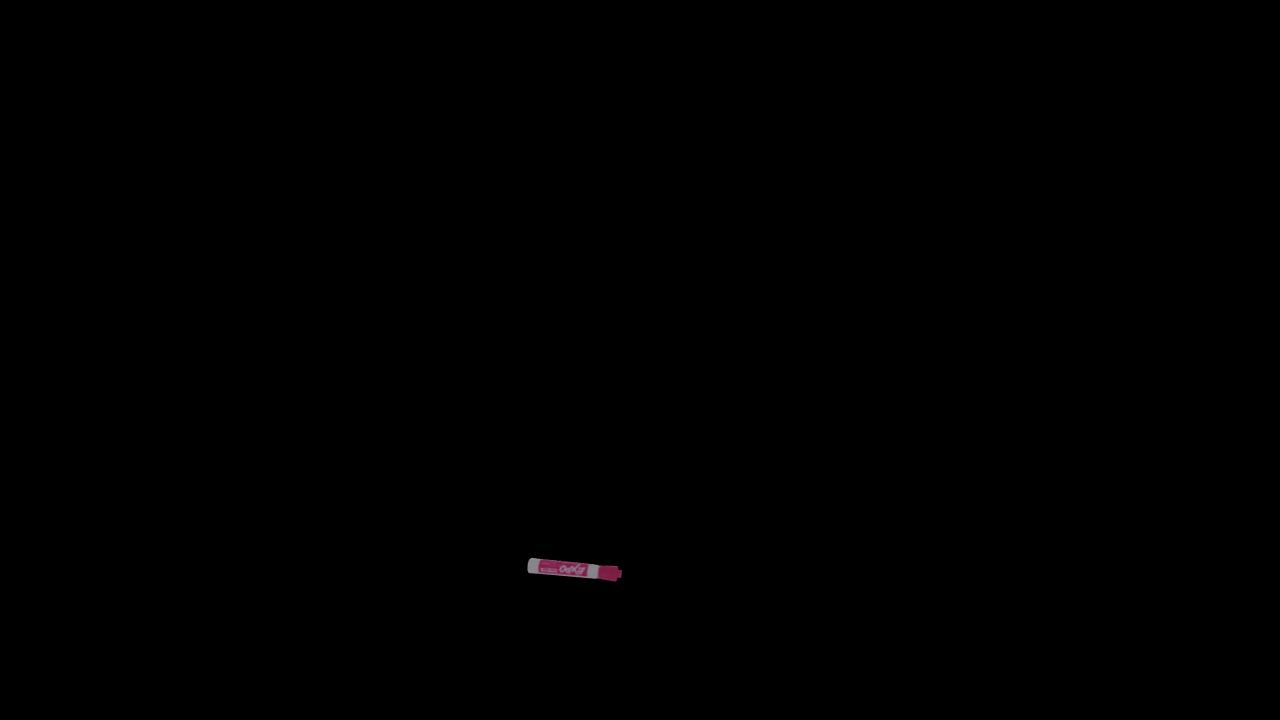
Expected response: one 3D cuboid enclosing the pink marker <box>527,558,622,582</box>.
[{"bbox_3d":[-0.083,0.266,0.781,0.121,0.020,0.020,2,0,10],"label":"pink marker"}]
